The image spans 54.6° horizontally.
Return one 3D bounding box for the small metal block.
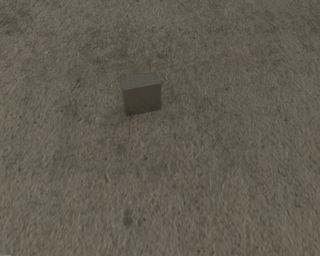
[{"bbox_3d":[-0.026,-0.046,0.426,0.050,0.050,0.025,-11,51,-9],"label":"small metal block"}]
